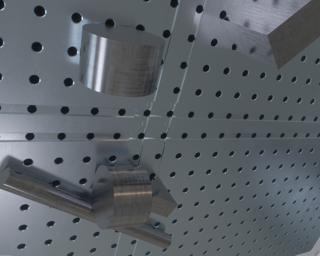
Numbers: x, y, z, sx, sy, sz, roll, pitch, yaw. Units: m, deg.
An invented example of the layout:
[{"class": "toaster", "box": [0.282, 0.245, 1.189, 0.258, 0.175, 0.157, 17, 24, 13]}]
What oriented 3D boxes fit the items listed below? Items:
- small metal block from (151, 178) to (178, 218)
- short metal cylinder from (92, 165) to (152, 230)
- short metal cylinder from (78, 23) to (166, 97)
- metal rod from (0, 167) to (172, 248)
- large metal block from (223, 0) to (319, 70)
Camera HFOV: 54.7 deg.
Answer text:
[{"class": "small metal block", "box": [-0.009, 0.098, 0.451, 0.050, 0.050, 0.025, 32, 101, -38]}, {"class": "short metal cylinder", "box": [-0.051, 0.088, 0.402, 0.050, 0.080, 0.079, 4, 117, -30]}, {"class": "short metal cylinder", "box": [-0.039, -0.070, 0.311, 0.081, 0.080, 0.050, -2, 119, -28]}, {"class": "metal rod", "box": [-0.083, 0.126, 0.443, 0.025, 0.025, 0.301, -48, 129, 6]}, {"class": "large metal block", "box": [0.139, -0.126, 0.374, 0.080, 0.080, 0.050, -39, 129, -2]}]
